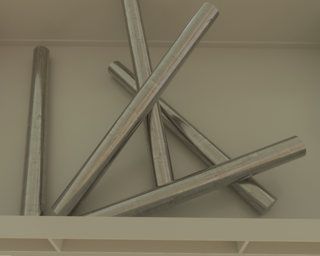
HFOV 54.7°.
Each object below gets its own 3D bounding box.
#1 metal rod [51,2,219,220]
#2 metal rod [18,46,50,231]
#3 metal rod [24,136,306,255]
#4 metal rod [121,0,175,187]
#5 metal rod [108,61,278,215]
[{"bbox_3d":[-0.021,-0.029,0.360,0.025,0.025,0.300,30,77,23],"label":"metal rod"},{"bbox_3d":[-0.163,-0.012,0.413,0.025,0.025,0.300,-9,51,-8],"label":"metal rod"},{"bbox_3d":[0.013,0.069,0.325,0.302,0.025,0.025,-19,53,-7],"label":"metal rod"},{"bbox_3d":[-0.020,-0.066,0.402,0.025,0.025,0.299,-8,68,-7],"label":"metal rod"},{"bbox_3d":[0.024,-0.004,0.408,0.025,0.025,0.300,-32,57,-24],"label":"metal rod"}]
